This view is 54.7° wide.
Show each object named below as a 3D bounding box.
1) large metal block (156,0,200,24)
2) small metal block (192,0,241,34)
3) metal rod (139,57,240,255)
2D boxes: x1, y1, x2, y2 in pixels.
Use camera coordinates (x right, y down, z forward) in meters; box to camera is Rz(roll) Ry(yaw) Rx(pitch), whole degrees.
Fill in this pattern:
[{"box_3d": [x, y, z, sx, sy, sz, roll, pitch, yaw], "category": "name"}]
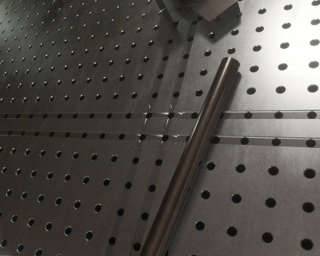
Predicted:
[{"box_3d": [0.029, -0.232, 0.499, 0.080, 0.080, 0.050, -37, 51, 3], "category": "large metal block"}, {"box_3d": [0.086, -0.179, 0.472, 0.050, 0.025, 0.050, -36, 51, 3], "category": "small metal block"}, {"box_3d": [0.034, 0.043, 0.362, 0.025, 0.025, 0.300, 12, 68, 33], "category": "metal rod"}]
